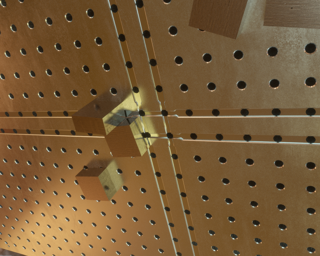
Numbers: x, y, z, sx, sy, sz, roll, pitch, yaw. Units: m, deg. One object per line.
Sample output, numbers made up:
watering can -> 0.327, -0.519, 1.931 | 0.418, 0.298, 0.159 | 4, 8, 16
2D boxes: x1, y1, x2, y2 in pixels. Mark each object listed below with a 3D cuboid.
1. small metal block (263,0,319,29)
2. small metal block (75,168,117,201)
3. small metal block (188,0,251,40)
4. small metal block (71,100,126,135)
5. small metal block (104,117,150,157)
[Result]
small metal block -> 0.123, -0.117, 0.274 | 0.050, 0.025, 0.050 | 11, 123, 21
small metal block -> -0.108, 0.095, 0.525 | 0.050, 0.025, 0.050 | -5, 116, 30
small metal block -> 0.060, -0.121, 0.304 | 0.050, 0.025, 0.050 | 21, 126, 15
small metal block -> -0.084, -0.015, 0.428 | 0.050, 0.050, 0.025 | 6, 121, 25
small metal block -> -0.050, 0.014, 0.444 | 0.050, 0.025, 0.050 | -5, 116, 30
